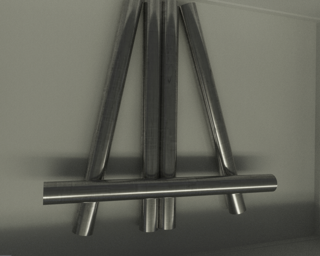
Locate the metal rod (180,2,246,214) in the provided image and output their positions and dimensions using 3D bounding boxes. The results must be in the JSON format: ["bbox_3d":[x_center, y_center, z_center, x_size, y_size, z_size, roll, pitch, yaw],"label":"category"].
[{"bbox_3d":[0.075,-0.023,0.437,0.025,0.025,0.298,-17,96,-19],"label":"metal rod"}]

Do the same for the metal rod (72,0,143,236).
[{"bbox_3d":[-0.064,-0.019,0.386,0.025,0.025,0.298,13,86,-20],"label":"metal rod"}]

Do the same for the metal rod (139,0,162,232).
[{"bbox_3d":[-0.012,-0.017,0.405,0.025,0.025,0.298,1,90,-20],"label":"metal rod"}]

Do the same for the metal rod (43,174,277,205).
[{"bbox_3d":[0.016,0.074,0.387,0.302,0.025,0.025,1,90,-20],"label":"metal rod"}]

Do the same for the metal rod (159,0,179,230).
[{"bbox_3d":[0.011,-0.018,0.413,0.025,0.025,0.298,1,90,-20],"label":"metal rod"}]
